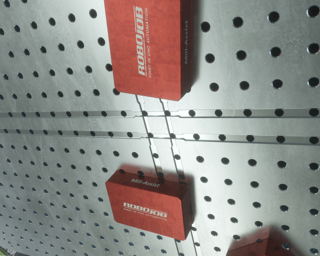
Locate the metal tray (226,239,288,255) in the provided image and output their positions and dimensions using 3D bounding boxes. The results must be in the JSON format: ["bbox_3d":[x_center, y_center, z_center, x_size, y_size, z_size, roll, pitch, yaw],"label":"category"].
[{"bbox_3d":[0.169,0.231,0.461,0.130,0.030,0.090,46,129,-5],"label":"metal tray"}]

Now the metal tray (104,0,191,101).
[{"bbox_3d":[-0.012,-0.100,0.353,0.090,0.030,0.129,11,123,22],"label":"metal tray"}]

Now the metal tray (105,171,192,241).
[{"bbox_3d":[-0.018,0.122,0.494,0.130,0.030,0.089,7,122,24],"label":"metal tray"}]
